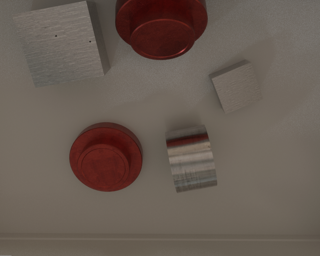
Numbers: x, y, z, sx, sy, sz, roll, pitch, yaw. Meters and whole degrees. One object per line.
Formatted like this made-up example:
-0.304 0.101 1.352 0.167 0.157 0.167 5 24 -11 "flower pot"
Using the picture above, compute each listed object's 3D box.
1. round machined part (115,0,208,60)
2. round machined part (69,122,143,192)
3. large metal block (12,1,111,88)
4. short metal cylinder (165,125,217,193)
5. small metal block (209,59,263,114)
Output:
0.002 -0.109 0.331 0.099 0.098 0.042 -3 68 1 "round machined part"
-0.073 0.045 0.418 0.099 0.042 0.097 0 110 -1 "round machined part"
-0.110 -0.098 0.360 0.080 0.050 0.079 -10 110 3 "large metal block"
0.039 0.039 0.397 0.050 0.080 0.079 -11 110 4 "short metal cylinder"
0.096 -0.052 0.393 0.050 0.025 0.050 -22 109 7 "small metal block"
